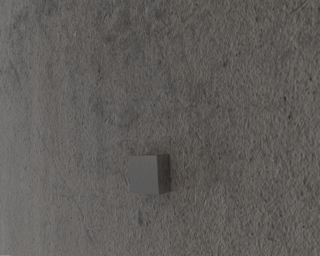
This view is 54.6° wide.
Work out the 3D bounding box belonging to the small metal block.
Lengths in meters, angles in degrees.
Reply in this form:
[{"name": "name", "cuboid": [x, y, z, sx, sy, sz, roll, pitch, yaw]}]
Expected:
[{"name": "small metal block", "cuboid": [-0.014, 0.061, 0.418, 0.050, 0.025, 0.050, -6, 87, 40]}]
